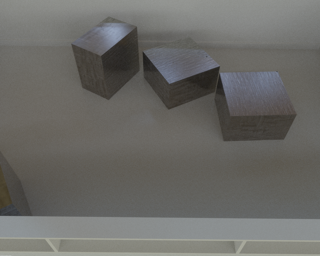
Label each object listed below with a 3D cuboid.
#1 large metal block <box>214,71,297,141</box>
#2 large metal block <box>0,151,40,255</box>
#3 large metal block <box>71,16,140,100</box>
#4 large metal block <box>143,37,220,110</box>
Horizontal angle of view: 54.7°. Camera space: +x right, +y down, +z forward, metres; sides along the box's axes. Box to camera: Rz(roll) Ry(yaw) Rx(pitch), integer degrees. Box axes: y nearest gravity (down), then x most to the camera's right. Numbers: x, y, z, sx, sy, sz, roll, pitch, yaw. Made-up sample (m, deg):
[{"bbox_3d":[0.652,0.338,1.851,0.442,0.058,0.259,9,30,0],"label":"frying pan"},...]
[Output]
[{"bbox_3d":[0.123,-0.030,0.416,0.081,0.050,0.080,-2,50,-2],"label":"large metal block"},{"bbox_3d":[-0.167,0.072,0.306,0.050,0.080,0.080,-24,54,-19],"label":"large metal block"},{"bbox_3d":[-0.075,-0.102,0.454,0.050,0.080,0.080,26,55,19],"label":"large metal block"},{"bbox_3d":[0.029,-0.083,0.459,0.081,0.050,0.080,-22,54,-18],"label":"large metal block"}]
